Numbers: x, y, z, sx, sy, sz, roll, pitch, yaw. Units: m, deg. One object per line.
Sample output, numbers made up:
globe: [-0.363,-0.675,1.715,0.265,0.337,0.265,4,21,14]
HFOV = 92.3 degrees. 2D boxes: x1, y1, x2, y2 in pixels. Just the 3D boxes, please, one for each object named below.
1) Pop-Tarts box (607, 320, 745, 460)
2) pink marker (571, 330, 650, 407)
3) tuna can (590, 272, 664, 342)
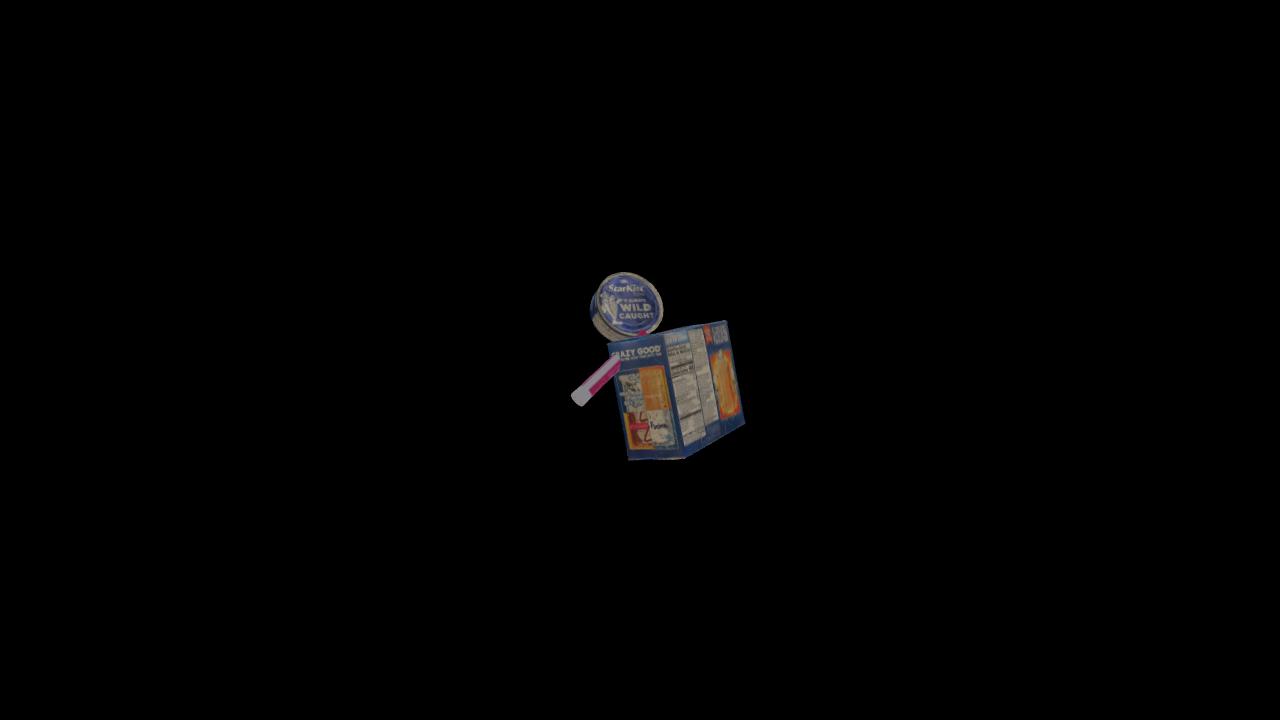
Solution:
Pop-Tarts box: [0.049,0.032,0.752,0.083,0.141,0.167,-8,4,33]
pink marker: [-0.030,0.006,0.698,0.121,0.020,0.020,-44,22,-24]
tuna can: [-0.016,-0.061,0.734,0.084,0.084,0.034,0,-21,-23]
